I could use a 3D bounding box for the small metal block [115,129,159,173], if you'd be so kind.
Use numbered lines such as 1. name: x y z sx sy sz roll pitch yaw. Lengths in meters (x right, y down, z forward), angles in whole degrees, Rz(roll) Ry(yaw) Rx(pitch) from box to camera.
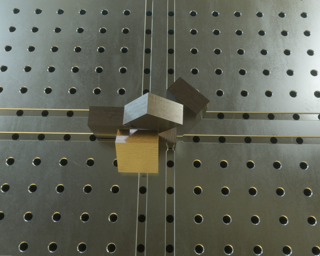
1. small metal block: -0.027 0.029 0.385 0.050 0.050 0.025 1 38 0

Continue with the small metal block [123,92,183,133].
1. small metal block: -0.008 -0.015 0.367 0.050 0.050 0.025 16 66 -34

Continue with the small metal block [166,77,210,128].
1. small metal block: 0.035 -0.032 0.411 0.050 0.050 0.025 41 75 13

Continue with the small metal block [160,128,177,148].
1. small metal block: -0.004 -0.001 0.412 0.050 0.025 0.050 2 70 0

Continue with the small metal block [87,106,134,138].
1. small metal block: -0.062 -0.006 0.400 0.050 0.050 0.025 1 71 1
